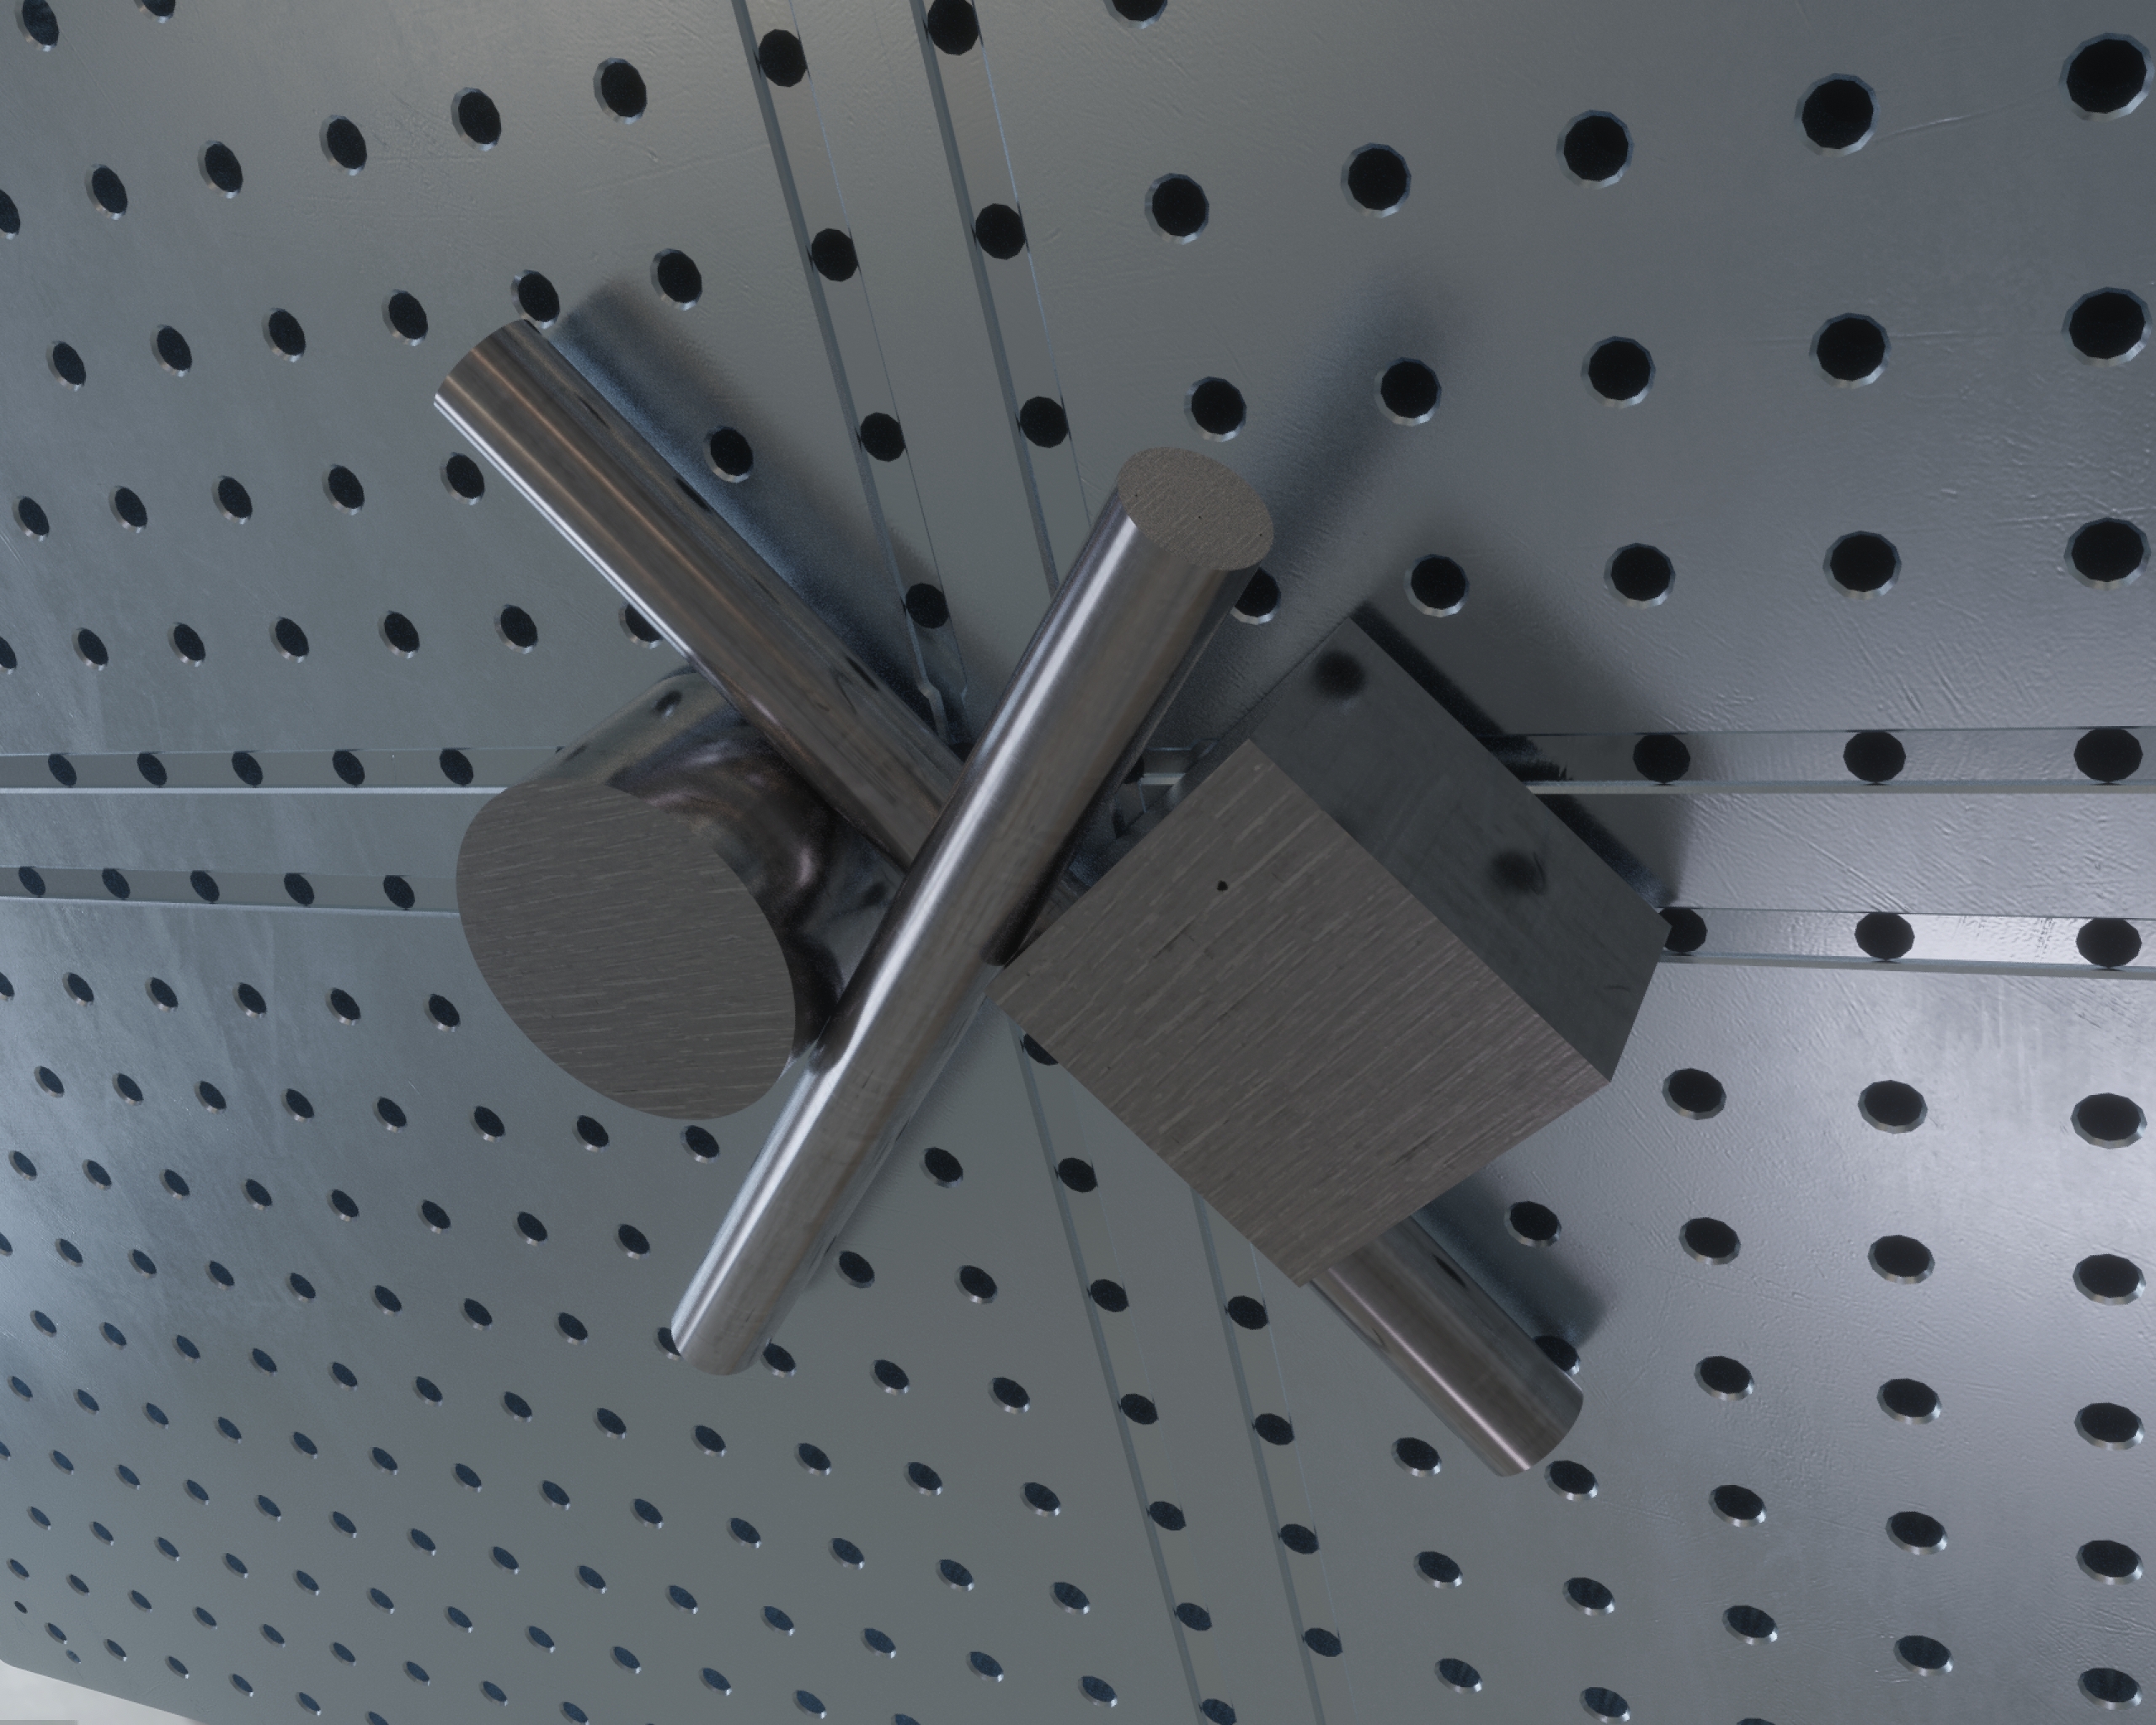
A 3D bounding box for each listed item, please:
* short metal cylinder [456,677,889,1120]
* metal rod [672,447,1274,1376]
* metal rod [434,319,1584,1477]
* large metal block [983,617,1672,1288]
[{"bbox_3d":[-0.081,0.007,0.437,0.080,0.050,0.079,13,124,21],"label":"short metal cylinder"},{"bbox_3d":[-0.036,0.033,0.419,0.025,0.025,0.298,36,137,4],"label":"metal rod"},{"bbox_3d":[-0.011,0.010,0.417,0.300,0.025,0.025,45,129,-4],"label":"metal rod"},{"bbox_3d":[0.044,0.017,0.376,0.080,0.050,0.080,44,129,-2],"label":"large metal block"}]
